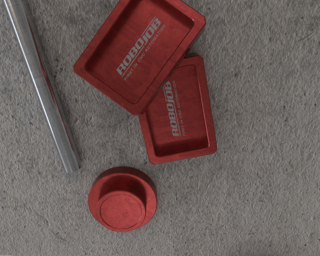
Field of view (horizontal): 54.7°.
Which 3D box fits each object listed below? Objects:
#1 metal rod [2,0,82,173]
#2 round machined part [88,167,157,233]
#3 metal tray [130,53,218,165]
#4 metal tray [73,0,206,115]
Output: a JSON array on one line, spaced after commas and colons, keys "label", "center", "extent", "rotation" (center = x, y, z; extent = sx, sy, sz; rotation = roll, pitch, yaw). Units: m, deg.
[{"label": "metal rod", "center": [-0.152, -0.081, 0.378], "extent": [0.025, 0.025, 0.298], "rotation": [-12, 110, 4]}, {"label": "round machined part", "center": [-0.053, 0.108, 0.440], "extent": [0.099, 0.042, 0.097], "rotation": [0, 110, 0]}, {"label": "metal tray", "center": [0.018, -0.023, 0.398], "extent": [0.090, 0.030, 0.129], "rotation": [-11, 110, 4]}, {"label": "metal tray", "center": [-0.022, -0.090, 0.348], "extent": [0.090, 0.030, 0.130], "rotation": [36, 93, 2]}]
